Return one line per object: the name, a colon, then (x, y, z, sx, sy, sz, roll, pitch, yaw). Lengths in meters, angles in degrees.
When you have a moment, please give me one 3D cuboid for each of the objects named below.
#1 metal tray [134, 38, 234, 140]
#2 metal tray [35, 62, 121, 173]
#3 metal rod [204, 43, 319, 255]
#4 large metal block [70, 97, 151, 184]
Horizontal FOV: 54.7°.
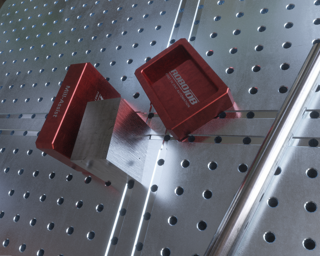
metal tray: (0.028, -0.058, 0.425, 0.090, 0.030, 0.130, -34, 51, 6)
metal tray: (-0.106, -0.014, 0.430, 0.030, 0.090, 0.130, 1, 62, 29)
metal rod: (0.114, 0.032, 0.328, 0.025, 0.025, 0.300, 22, 73, 36)
large metal block: (-0.058, 0.019, 0.392, 0.050, 0.080, 0.080, -5, 60, 26)
